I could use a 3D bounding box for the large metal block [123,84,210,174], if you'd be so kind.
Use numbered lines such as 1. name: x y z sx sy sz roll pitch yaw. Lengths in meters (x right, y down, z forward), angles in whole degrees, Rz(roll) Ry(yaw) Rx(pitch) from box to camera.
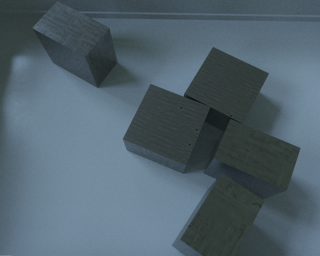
1. large metal block: 0.009 0.002 0.396 0.080 0.050 0.080 22 72 7

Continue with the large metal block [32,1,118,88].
1. large metal block: -0.110 -0.110 0.419 0.080 0.080 0.050 30 73 10

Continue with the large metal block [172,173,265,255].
1. large metal block: 0.060 0.106 0.338 0.050 0.080 0.080 33 67 11

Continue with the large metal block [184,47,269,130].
1. large metal block: 0.085 -0.048 0.415 0.080 0.050 0.080 28 72 9

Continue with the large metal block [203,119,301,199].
1. large metal block: 0.104 0.040 0.367 0.080 0.080 0.050 24 72 8
